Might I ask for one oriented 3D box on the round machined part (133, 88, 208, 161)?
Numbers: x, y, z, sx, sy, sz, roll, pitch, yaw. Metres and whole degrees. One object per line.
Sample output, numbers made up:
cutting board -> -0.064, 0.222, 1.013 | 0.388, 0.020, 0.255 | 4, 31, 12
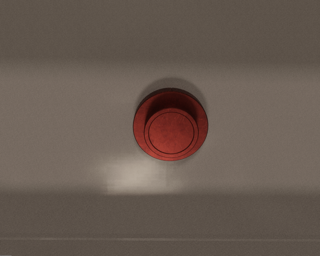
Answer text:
round machined part -> 0.014, 0.000, 0.402 | 0.099, 0.042, 0.097 | 0, 110, -1
